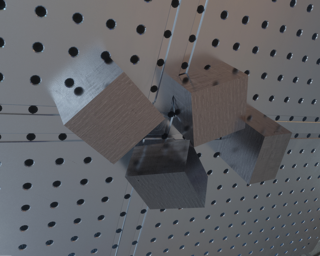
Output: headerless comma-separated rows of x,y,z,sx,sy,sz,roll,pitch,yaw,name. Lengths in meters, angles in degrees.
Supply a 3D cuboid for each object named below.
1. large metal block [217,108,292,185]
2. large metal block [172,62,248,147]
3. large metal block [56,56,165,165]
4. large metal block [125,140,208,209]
0.138,0.025,0.465,0.050,0.080,0.079,-6,121,-25,large metal block
0.066,-0.032,0.411,0.081,0.050,0.080,-19,126,-17,large metal block
-0.055,-0.019,0.353,0.080,0.050,0.080,-42,129,1,large metal block
0.012,0.065,0.416,0.080,0.050,0.080,-9,133,23,large metal block
